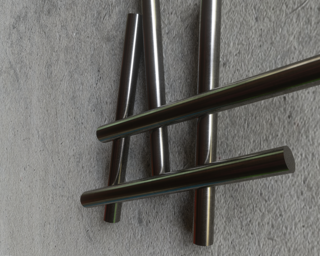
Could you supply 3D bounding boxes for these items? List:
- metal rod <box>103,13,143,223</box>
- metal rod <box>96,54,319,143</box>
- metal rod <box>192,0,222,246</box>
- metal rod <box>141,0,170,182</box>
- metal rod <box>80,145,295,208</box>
[{"bbox_3d":[-0.053,-0.010,0.448,0.025,0.025,0.298,13,98,39],"label":"metal rod"},{"bbox_3d":[0.034,-0.022,0.343,0.300,0.025,0.025,-15,81,38],"label":"metal rod"},{"bbox_3d":[0.054,-0.015,0.359,0.025,0.025,0.298,3,92,40],"label":"metal rod"},{"bbox_3d":[-0.007,-0.072,0.410,0.025,0.025,0.298,-6,86,40],"label":"metal rod"},{"bbox_3d":[0.004,0.067,0.367,0.299,0.025,0.025,-19,78,38],"label":"metal rod"}]
